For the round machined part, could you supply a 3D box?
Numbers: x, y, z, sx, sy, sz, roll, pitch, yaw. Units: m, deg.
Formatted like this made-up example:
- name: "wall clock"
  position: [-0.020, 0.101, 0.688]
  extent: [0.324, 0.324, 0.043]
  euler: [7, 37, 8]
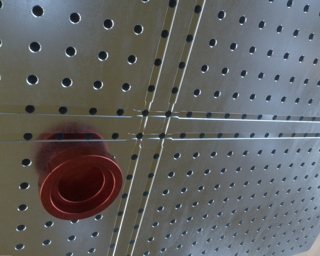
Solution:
- name: "round machined part"
  position: [-0.100, 0.064, 0.386]
  extent: [0.099, 0.042, 0.097]
  euler: [-14, 125, -21]
